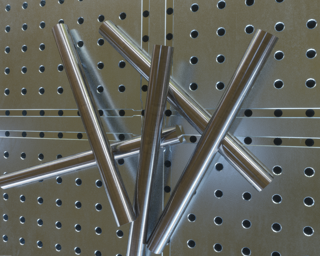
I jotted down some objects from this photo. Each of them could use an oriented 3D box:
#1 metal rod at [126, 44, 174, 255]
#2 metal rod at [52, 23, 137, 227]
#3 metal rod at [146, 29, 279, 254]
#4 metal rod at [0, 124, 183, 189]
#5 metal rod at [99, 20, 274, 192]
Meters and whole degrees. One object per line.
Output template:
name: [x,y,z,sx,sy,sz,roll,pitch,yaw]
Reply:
metal rod: [-0.016,0.048,0.394,0.025,0.025,0.298,12,103,19]
metal rod: [-0.095,-0.015,0.424,0.025,0.025,0.299,-27,74,17]
metal rod: [0.053,0.030,0.369,0.025,0.025,0.298,30,109,17]
metal rod: [-0.112,0.047,0.450,0.301,0.025,0.025,-16,85,18]
metal rod: [0.025,-0.037,0.403,0.300,0.025,0.025,46,104,14]
